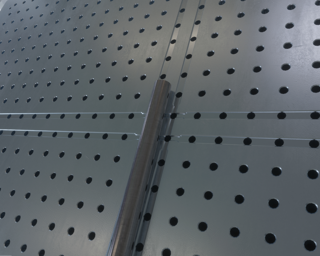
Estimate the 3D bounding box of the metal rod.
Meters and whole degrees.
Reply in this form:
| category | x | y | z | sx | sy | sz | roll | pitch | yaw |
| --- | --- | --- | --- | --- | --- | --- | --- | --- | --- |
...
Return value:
| category | x | y | z | sx | sy | sz | roll | pitch | yaw |
| --- | --- | --- | --- | --- | --- | --- | --- | --- | --- |
| metal rod | -0.027 | 0.070 | 0.380 | 0.025 | 0.025 | 0.300 | -1 | 61 | 28 |
